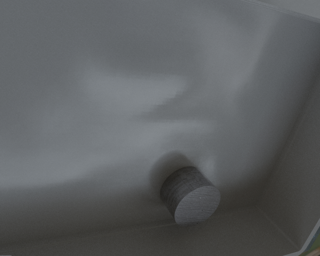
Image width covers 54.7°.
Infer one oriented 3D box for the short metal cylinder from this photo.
[{"bbox_3d":[0.047,0.108,0.487,0.081,0.050,0.079,-14,125,-21],"label":"short metal cylinder"}]
